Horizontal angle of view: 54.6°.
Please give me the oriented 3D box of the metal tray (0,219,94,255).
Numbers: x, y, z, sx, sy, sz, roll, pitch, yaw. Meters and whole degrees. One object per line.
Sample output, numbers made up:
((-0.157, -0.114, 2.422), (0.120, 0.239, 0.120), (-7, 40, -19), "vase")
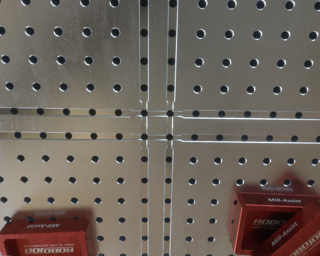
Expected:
((-0.172, 0.188, 0.478), (0.131, 0.030, 0.089), (-3, 110, 1), "metal tray")

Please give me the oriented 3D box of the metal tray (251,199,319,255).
((0.209, 0.174, 0.443), (0.090, 0.030, 0.130), (36, 106, -13), "metal tray")

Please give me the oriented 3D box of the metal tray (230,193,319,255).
((0.178, 0.147, 0.465), (0.131, 0.030, 0.089), (3, 110, -1), "metal tray")
